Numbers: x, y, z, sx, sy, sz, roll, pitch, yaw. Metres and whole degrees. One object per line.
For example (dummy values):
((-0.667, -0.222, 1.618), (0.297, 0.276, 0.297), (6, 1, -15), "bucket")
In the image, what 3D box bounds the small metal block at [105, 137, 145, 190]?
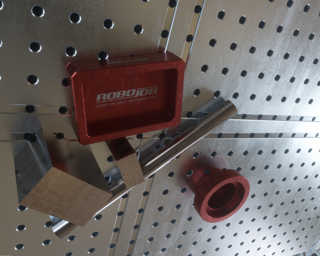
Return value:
((-0.046, 0.041, 0.397), (0.025, 0.050, 0.050), (-24, 128, -14), "small metal block")

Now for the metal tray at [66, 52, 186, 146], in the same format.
((-0.037, -0.036, 0.366), (0.131, 0.030, 0.089), (-12, 124, -22), "metal tray")

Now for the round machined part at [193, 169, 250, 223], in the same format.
((0.099, 0.109, 0.524), (0.099, 0.042, 0.097), (-14, 125, -21), "round machined part")

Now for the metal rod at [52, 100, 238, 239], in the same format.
((-0.017, 0.055, 0.437), (0.301, 0.025, 0.025), (-35, 129, -5), "metal rod")

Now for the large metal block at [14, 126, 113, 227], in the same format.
((-0.111, 0.055, 0.350), (0.050, 0.080, 0.080), (-48, 129, 5), "large metal block")
